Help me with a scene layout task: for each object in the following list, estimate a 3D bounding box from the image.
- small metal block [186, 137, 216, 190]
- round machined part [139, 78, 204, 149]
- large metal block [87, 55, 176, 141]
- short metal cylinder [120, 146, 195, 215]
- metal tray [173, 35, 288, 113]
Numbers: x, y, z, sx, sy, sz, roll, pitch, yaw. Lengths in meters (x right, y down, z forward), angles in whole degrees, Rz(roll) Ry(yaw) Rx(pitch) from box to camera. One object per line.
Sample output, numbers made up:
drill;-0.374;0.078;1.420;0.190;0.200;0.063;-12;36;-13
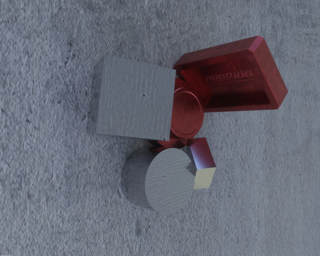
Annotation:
small metal block;0.053;0.049;0.422;0.025;0.050;0.050;-5;139;-10
round machined part;0.021;-0.019;0.416;0.099;0.042;0.097;0;90;-40
large metal block;-0.033;-0.029;0.348;0.081;0.050;0.080;7;85;-23
short metal cylinder;-0.002;0.064;0.391;0.081;0.050;0.079;0;90;-40
metal tray;0.090;-0.065;0.414;0.030;0.130;0.090;-52;121;-28
